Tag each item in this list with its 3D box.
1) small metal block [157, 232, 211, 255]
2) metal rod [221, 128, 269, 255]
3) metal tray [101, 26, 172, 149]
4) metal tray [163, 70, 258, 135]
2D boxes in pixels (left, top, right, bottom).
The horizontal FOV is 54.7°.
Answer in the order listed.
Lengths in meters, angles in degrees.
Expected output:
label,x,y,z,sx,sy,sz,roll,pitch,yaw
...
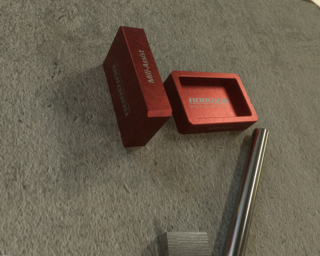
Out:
label,x,y,z,sx,sy,sz,roll,pitch,yaw
small metal block,0.027,0.140,0.334,0.050,0.025,0.050,9,58,-24
metal rod,0.104,0.113,0.392,0.025,0.025,0.301,33,51,-7
metal tray,-0.035,-0.049,0.389,0.030,0.090,0.130,-3,62,-31
metal tray,0.077,-0.040,0.468,0.131,0.030,0.090,-3,63,-30
